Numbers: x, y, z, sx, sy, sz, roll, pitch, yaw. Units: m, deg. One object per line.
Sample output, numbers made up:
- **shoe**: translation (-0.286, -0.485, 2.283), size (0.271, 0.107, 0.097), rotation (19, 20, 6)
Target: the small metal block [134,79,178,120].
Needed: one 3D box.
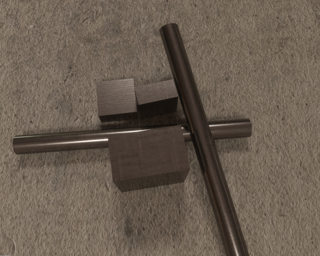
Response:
- **small metal block**: translation (-0.005, -0.037, 0.408), size (0.050, 0.050, 0.025), rotation (-13, 71, -5)

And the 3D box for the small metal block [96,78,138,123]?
- **small metal block**: translation (-0.058, -0.037, 0.421), size (0.050, 0.025, 0.050), rotation (-7, 70, -3)

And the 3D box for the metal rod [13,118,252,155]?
- **metal rod**: translation (-0.033, 0.011, 0.403), size (0.302, 0.025, 0.025), rotation (-4, 70, -2)

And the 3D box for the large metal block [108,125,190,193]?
- **large metal block**: translation (-0.013, 0.039, 0.365), size (0.081, 0.080, 0.050), rotation (-9, 71, -4)

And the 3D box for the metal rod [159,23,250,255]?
- **metal rod**: translation (0.051, 0.012, 0.379), size (0.025, 0.025, 0.299), rotation (-15, 80, -6)
